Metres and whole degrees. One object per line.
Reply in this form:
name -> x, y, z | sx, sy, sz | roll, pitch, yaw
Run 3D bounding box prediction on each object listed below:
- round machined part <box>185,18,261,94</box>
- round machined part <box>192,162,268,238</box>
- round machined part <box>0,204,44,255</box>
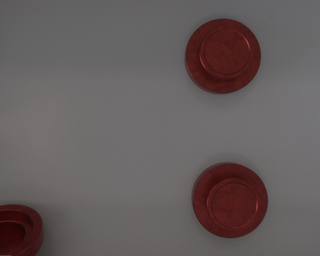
round machined part -> 0.083, -0.094, 0.403 | 0.099, 0.042, 0.097 | 0, 90, 0
round machined part -> 0.092, 0.095, 0.403 | 0.099, 0.042, 0.097 | 0, 90, 0
round machined part -> -0.194, 0.142, 0.379 | 0.099, 0.098, 0.042 | 4, 117, 0
